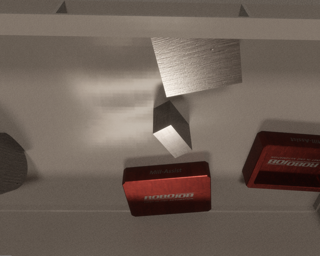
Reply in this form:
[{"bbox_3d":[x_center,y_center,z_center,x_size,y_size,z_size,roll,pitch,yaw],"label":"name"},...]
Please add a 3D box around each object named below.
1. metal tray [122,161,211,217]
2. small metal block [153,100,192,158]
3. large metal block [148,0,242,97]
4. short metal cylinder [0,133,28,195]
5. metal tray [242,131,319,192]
[{"bbox_3d":[0.014,0.098,0.490,0.131,0.030,0.089,-5,130,4],"label":"metal tray"},{"bbox_3d":[0.016,0.001,0.394,0.025,0.050,0.050,-27,125,21],"label":"small metal block"},{"bbox_3d":[0.037,-0.085,0.321,0.080,0.050,0.080,-10,130,8],"label":"large metal block"},{"bbox_3d":[-0.227,0.052,0.414,0.050,0.080,0.080,-19,128,15],"label":"short metal cylinder"},{"bbox_3d":[0.197,0.051,0.452,0.131,0.030,0.089,4,130,-4],"label":"metal tray"}]
